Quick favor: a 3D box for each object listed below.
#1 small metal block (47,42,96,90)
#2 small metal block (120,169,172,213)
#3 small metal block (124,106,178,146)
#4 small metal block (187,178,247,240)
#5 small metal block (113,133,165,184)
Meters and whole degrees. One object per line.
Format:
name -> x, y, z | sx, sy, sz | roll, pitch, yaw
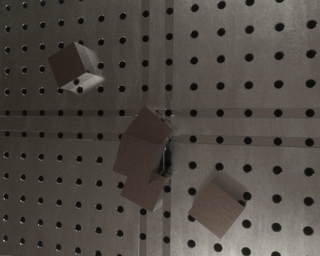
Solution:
small metal block -> -0.131, -0.091, 0.457 | 0.050, 0.025, 0.050 | -26, 82, 18
small metal block -> -0.018, 0.077, 0.418 | 0.050, 0.025, 0.050 | 24, 98, 18
small metal block -> -0.013, 0.006, 0.416 | 0.050, 0.025, 0.050 | 41, 103, 15
small metal block -> 0.072, 0.100, 0.387 | 0.050, 0.025, 0.050 | 37, 101, 16
small metal block -> -0.027, 0.037, 0.395 | 0.050, 0.025, 0.050 | 17, 95, 19
